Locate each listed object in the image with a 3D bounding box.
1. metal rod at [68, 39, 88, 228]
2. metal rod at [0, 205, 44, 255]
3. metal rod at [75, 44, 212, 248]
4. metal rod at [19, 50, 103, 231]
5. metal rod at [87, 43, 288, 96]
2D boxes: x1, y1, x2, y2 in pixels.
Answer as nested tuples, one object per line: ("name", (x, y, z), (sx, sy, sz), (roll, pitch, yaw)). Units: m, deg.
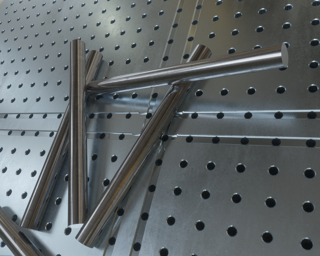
("metal rod", (-0.120, -0.010, 0.454), (0.025, 0.025, 0.299), (-18, 61, 18))
("metal rod", (-0.144, 0.172, 0.376), (0.300, 0.025, 0.025), (25, 75, 36))
("metal rod", (-0.014, 0.013, 0.406), (0.025, 0.025, 0.300), (22, 73, 35))
("metal rod", (-0.144, 0.003, 0.479), (0.025, 0.025, 0.300), (0, 61, 27))
("metal rod", (0.010, -0.069, 0.412), (0.300, 0.025, 0.025), (-3, 60, 37))
